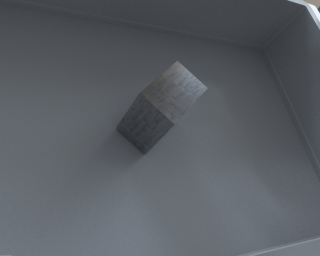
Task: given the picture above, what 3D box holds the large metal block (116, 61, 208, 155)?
[{"bbox_3d":[0.002,-0.024,0.384,0.050,0.080,0.080,43,51,1],"label":"large metal block"}]
